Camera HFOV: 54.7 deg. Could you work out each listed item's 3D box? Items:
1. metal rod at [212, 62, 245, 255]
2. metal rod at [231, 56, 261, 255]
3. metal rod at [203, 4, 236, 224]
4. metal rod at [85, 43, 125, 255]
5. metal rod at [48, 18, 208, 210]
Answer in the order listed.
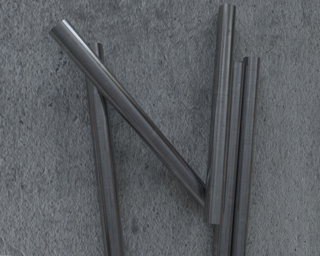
[{"bbox_3d":[0.098,0.056,0.444,0.025,0.025,0.298,5,88,-20],"label":"metal rod"},{"bbox_3d":[0.124,0.046,0.454,0.025,0.025,0.298,5,88,-20],"label":"metal rod"},{"bbox_3d":[0.083,-0.025,0.423,0.025,0.025,0.299,9,81,-20],"label":"metal rod"},{"bbox_3d":[-0.068,0.047,0.383,0.025,0.025,0.298,-7,92,-20],"label":"metal rod"},{"bbox_3d":[-0.020,-0.002,0.383,0.025,0.025,0.300,-45,111,-14],"label":"metal rod"}]
